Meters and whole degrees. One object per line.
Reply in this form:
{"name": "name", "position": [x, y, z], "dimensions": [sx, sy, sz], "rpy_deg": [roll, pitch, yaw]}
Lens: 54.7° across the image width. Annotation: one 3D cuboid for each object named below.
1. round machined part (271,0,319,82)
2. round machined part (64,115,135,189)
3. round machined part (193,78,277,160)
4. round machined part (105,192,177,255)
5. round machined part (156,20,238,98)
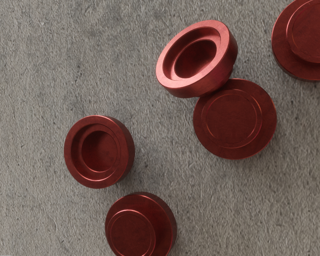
{"name": "round machined part", "position": [0.174, -0.101, 0.338], "dimensions": [0.098, 0.042, 0.097], "rpy_deg": [0, 90, 20]}
{"name": "round machined part", "position": [-0.079, 0.031, 0.428], "dimensions": [0.098, 0.042, 0.097], "rpy_deg": [0, 90, 20]}
{"name": "round machined part", "position": [0.087, -0.011, 0.369], "dimensions": [0.098, 0.042, 0.097], "rpy_deg": [0, 90, 20]}
{"name": "round machined part", "position": [-0.030, 0.137, 0.411], "dimensions": [0.098, 0.042, 0.097], "rpy_deg": [0, 90, 20]}
{"name": "round machined part", "position": [0.047, -0.076, 0.367], "dimensions": [0.098, 0.042, 0.098], "rpy_deg": [-22, 49, 28]}
